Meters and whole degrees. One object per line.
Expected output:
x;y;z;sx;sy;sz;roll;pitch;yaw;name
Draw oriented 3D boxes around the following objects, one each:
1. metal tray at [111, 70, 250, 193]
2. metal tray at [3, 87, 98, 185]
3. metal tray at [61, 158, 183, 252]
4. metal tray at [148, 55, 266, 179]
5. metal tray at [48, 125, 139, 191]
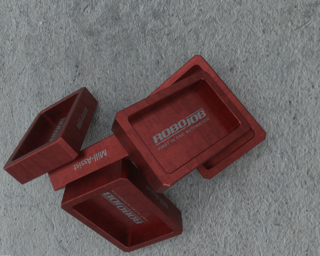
0.025;-0.001;0.341;0.131;0.030;0.090;-30;77;-28;metal tray
-0.137;0.005;0.407;0.090;0.130;0.030;-25;120;18;metal tray
-0.041;0.100;0.377;0.090;0.130;0.030;-26;37;18;metal tray
0.056;-0.014;0.387;0.090;0.030;0.130;-40;78;15;metal tray
-0.065;0.037;0.397;0.130;0.090;0.030;-26;82;18;metal tray
